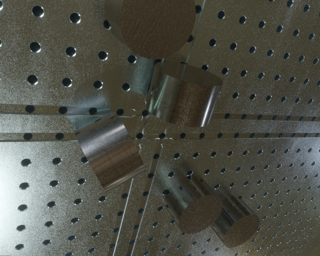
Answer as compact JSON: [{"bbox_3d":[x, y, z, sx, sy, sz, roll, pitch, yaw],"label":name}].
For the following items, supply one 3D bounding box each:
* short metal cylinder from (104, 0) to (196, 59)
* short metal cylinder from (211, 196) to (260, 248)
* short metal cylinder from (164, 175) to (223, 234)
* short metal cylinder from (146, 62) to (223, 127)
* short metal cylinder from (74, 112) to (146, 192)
[{"bbox_3d":[-0.011,-0.117,0.318,0.081,0.050,0.079,-14,125,-21],"label":"short metal cylinder"},{"bbox_3d":[0.139,0.177,0.583,0.081,0.050,0.079,-14,125,-21],"label":"short metal cylinder"},{"bbox_3d":[0.054,0.124,0.504,0.081,0.050,0.079,-14,125,-21],"label":"short metal cylinder"},{"bbox_3d":[0.028,-0.042,0.367,0.081,0.080,0.050,0,119,-29],"label":"short metal cylinder"},{"bbox_3d":[-0.058,0.027,0.362,0.050,0.080,0.080,-28,128,-11],"label":"short metal cylinder"}]
